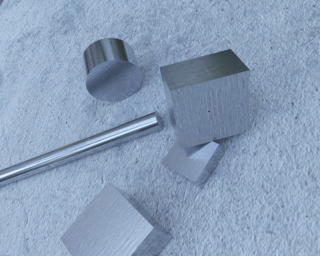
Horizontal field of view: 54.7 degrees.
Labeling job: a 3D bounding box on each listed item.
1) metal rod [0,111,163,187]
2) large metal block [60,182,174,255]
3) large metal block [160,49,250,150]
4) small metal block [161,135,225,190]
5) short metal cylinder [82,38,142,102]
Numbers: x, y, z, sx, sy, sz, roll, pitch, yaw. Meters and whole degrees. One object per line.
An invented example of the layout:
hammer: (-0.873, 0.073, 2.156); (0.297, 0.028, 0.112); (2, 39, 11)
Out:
metal rod: (-0.137, 0.038, 0.452); (0.301, 0.025, 0.025); (-20, 54, 16)
large metal block: (-0.047, 0.120, 0.339); (0.080, 0.050, 0.080); (35, 81, 38)
large metal block: (0.050, -0.031, 0.342); (0.080, 0.080, 0.050); (-15, 40, -3)
small metal block: (0.039, 0.035, 0.362); (0.050, 0.025, 0.050); (25, 75, 36)
short metal cylinder: (-0.071, -0.085, 0.458); (0.080, 0.080, 0.050); (-27, 53, 11)
